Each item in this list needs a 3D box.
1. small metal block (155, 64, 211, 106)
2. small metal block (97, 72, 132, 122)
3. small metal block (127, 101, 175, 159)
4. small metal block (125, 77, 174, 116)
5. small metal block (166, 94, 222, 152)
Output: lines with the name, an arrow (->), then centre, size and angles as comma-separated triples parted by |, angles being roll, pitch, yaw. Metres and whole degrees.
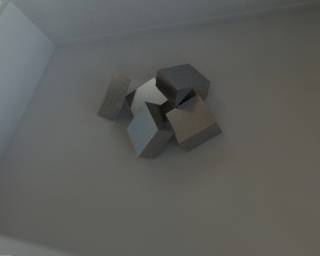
small metal block -> 0.029, -0.058, 0.408 | 0.050, 0.025, 0.050 | -17, 46, -26
small metal block -> -0.067, -0.044, 0.446 | 0.050, 0.025, 0.050 | 138, 151, -61
small metal block -> -0.013, 0.003, 0.392 | 0.050, 0.025, 0.050 | -54, 44, 31
small metal block -> -0.015, -0.034, 0.431 | 0.050, 0.025, 0.050 | -33, 52, 6
small metal block -> 0.041, -0.006, 0.385 | 0.050, 0.025, 0.050 | -31, 52, 7
